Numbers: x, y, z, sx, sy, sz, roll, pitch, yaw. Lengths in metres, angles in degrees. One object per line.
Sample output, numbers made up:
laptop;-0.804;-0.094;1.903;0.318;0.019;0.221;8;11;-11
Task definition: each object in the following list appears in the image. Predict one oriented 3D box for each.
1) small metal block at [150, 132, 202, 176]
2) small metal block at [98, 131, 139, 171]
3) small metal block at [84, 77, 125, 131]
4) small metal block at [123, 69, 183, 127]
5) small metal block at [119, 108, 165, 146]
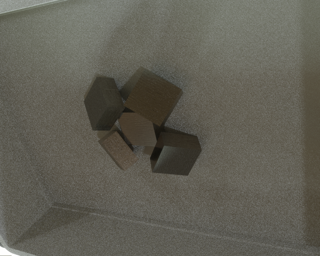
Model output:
small metal block;0.019;0.035;0.403;0.050;0.025;0.050;8;130;-18
small metal block;-0.061;0.032;0.443;0.050;0.025;0.050;53;166;-10
small metal block;-0.075;-0.031;0.410;0.050;0.025;0.050;-50;52;40
small metal block;-0.007;-0.035;0.373;0.050;0.025;0.050;31;91;8
small metal block;-0.024;-0.004;0.416;0.050;0.025;0.050;2;119;27
